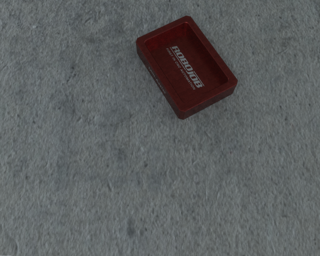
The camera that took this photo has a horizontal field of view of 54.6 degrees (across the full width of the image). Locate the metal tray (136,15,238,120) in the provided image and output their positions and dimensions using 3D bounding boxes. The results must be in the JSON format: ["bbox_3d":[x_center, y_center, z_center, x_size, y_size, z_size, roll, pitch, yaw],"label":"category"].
[{"bbox_3d":[0.035,-0.087,0.437,0.090,0.030,0.130,-28,73,-10],"label":"metal tray"}]
